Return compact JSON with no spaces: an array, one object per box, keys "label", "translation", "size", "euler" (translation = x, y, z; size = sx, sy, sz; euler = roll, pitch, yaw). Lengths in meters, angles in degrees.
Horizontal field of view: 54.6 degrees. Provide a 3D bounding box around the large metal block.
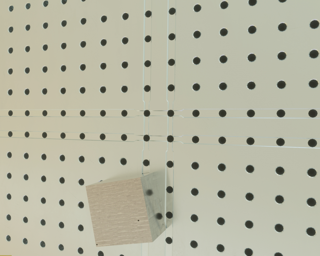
[{"label":"large metal block","translation":[-0.045,0.108,0.416],"size":[0.080,0.050,0.080],"euler":[-12,86,19]}]
